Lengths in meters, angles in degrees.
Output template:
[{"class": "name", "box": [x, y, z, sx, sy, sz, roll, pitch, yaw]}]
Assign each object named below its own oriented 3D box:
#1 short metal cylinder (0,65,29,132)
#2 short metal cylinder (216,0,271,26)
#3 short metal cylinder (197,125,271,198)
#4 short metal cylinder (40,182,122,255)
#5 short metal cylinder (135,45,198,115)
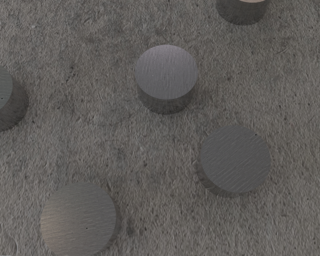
[{"class": "short metal cylinder", "box": [-0.224, -0.039, 0.408, 0.081, 0.050, 0.080, 0, 70, 0]}, {"class": "short metal cylinder", "box": [0.129, -0.205, 0.470, 0.081, 0.050, 0.080, 0, 70, 0]}, {"class": "short metal cylinder", "box": [0.087, 0.042, 0.380, 0.081, 0.050, 0.080, 0, 70, 0]}, {"class": "short metal cylinder", "box": [-0.087, 0.106, 0.355, 0.081, 0.050, 0.080, 0, 70, 0]}, {"class": "short metal cylinder", "box": [0.008, -0.064, 0.418, 0.081, 0.050, 0.080, 0, 70, 0]}]
